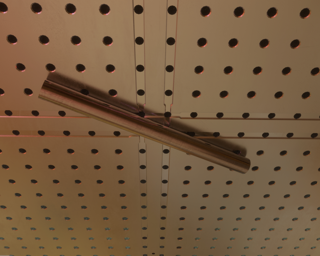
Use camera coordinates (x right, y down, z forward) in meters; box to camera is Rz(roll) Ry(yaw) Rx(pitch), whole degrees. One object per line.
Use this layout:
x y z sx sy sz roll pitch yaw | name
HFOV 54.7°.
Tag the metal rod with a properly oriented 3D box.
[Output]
-0.007 0.005 0.416 0.302 0.025 0.025 21 127 -18 | metal rod
